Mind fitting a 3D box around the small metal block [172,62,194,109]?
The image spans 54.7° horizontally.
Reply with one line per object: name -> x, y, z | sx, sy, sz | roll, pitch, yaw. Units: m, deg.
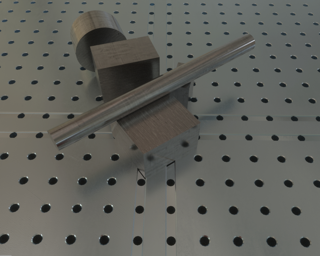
small metal block -> 0.032, -0.056, 0.439 | 0.025, 0.050, 0.050 | 11, 51, 9

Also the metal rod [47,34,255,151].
metal rod -> 0.007, -0.055, 0.388 | 0.302, 0.025, 0.025 | -30, 56, -23

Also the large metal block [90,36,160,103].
large metal block -> -0.047, -0.074, 0.434 | 0.081, 0.080, 0.050 | -14, 52, -12

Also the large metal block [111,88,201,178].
large metal block -> -0.008, 0.002, 0.390 | 0.081, 0.050, 0.080 | -28, 56, -22

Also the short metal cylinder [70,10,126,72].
short metal cylinder -> -0.095, -0.134, 0.484 | 0.081, 0.080, 0.050 | -15, 52, -13
